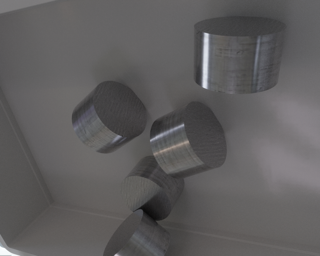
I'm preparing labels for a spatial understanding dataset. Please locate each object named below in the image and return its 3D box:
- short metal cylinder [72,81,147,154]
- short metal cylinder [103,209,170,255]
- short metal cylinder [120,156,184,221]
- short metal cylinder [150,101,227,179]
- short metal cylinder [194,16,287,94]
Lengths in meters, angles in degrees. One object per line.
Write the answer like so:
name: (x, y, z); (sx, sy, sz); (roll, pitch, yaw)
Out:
short metal cylinder: (-0.064, -0.013, 0.399); (0.050, 0.080, 0.080); (-33, 100, 38)
short metal cylinder: (-0.032, 0.160, 0.425); (0.050, 0.080, 0.080); (43, 129, -8)
short metal cylinder: (-0.011, 0.088, 0.453); (0.080, 0.050, 0.079); (13, 124, 21)
short metal cylinder: (0.035, 0.015, 0.364); (0.050, 0.080, 0.080); (-25, 105, 37)
short metal cylinder: (0.072, -0.071, 0.291); (0.080, 0.080, 0.050); (11, 123, 22)
